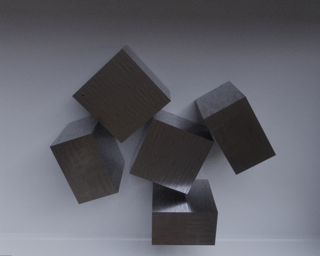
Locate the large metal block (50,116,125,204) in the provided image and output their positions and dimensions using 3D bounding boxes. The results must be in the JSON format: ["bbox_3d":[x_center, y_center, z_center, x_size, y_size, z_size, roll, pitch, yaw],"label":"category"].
[{"bbox_3d":[-0.086,0.035,0.392,0.050,0.080,0.080,-18,109,6],"label":"large metal block"}]

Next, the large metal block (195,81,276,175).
[{"bbox_3d":[0.089,-0.003,0.380,0.050,0.080,0.080,-29,108,10],"label":"large metal block"}]

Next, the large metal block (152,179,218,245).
[{"bbox_3d":[0.030,0.112,0.423,0.081,0.080,0.050,1,110,-1],"label":"large metal block"}]

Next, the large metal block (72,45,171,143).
[{"bbox_3d":[-0.044,-0.043,0.380,0.080,0.050,0.080,-40,106,13],"label":"large metal block"}]

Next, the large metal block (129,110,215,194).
[{"bbox_3d":[0.014,0.029,0.407,0.080,0.050,0.079,21,109,-8],"label":"large metal block"}]
